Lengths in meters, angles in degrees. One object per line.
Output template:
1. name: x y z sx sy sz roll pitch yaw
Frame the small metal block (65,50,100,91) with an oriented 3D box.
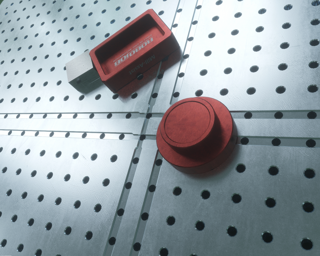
1. small metal block: -0.133 -0.101 0.538 0.050 0.025 0.050 -28 52 10

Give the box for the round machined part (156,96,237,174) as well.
1. round machined part: 0.039 0.002 0.374 0.098 0.042 0.098 -13 56 20

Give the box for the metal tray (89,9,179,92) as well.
1. metal tray: -0.045 -0.128 0.505 0.130 0.030 0.090 -34 52 5
